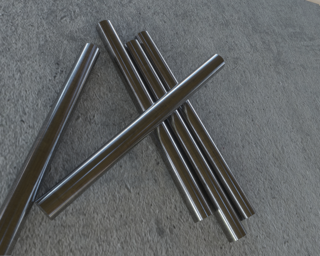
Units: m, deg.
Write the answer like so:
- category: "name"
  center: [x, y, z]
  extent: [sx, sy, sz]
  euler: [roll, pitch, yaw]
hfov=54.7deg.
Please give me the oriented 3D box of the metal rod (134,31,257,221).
- category: "metal rod"
  center: [0.042, -0.013, 0.433]
  extent: [0.025, 0.025, 0.299]
  euler: [-18, 71, -35]

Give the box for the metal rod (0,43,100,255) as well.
- category: "metal rod"
  center: [-0.120, 0.015, 0.329]
  extent: [0.025, 0.025, 0.300]
  euler: [23, 53, -14]

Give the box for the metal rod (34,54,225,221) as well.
- category: "metal rod"
  center: [-0.014, -0.008, 0.371]
  extent: [0.025, 0.025, 0.301]
  euler: [46, 60, 3]

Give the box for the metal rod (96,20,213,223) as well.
- category: "metal rod"
  center: [-0.015, -0.021, 0.407]
  extent: [0.025, 0.025, 0.299]
  euler: [-16, 70, -34]

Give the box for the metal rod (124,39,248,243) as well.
- category: "metal rod"
  center: [0.026, 0.005, 0.414]
  extent: [0.025, 0.025, 0.299]
  euler: [-17, 71, -35]
